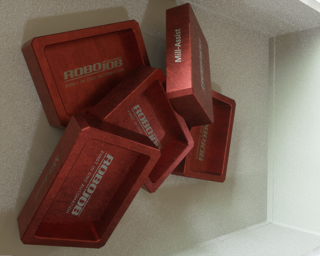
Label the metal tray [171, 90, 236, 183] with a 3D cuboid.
[{"bbox_3d":[0.066,0.011,0.459,0.091,0.030,0.129,16,80,-39],"label":"metal tray"}]

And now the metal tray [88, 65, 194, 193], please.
[{"bbox_3d":[-0.015,0.004,0.363,0.090,0.030,0.130,-47,133,-22],"label":"metal tray"}]

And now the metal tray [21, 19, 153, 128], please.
[{"bbox_3d":[-0.070,-0.063,0.343,0.131,0.030,0.089,-26,107,-37],"label":"metal tray"}]

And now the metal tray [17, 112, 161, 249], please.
[{"bbox_3d":[-0.069,0.058,0.307,0.091,0.030,0.129,22,105,-38],"label":"metal tray"}]

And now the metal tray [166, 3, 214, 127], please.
[{"bbox_3d":[0.038,-0.077,0.390,0.090,0.030,0.130,44,41,-56],"label":"metal tray"}]
